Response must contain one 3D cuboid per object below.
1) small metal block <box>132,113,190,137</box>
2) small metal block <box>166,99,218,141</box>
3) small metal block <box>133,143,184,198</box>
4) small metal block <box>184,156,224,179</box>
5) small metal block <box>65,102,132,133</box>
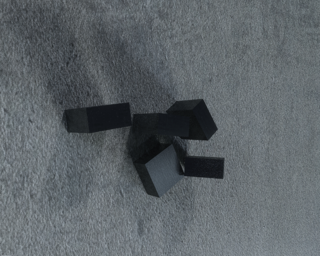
[{"bbox_3d":[0.001,-0.003,0.389,0.050,0.050,0.025,5,87,-40],"label":"small metal block"},{"bbox_3d":[0.044,-0.011,0.425,0.025,0.050,0.050,-45,117,-31],"label":"small metal block"},{"bbox_3d":[0.000,0.054,0.404,0.050,0.025,0.050,-35,112,-34],"label":"small metal block"},{"bbox_3d":[0.063,0.053,0.428,0.050,0.050,0.025,12,81,-77],"label":"small metal block"},{"bbox_3d":[-0.066,-0.011,0.332,0.050,0.050,0.025,-12,98,-39],"label":"small metal block"}]
